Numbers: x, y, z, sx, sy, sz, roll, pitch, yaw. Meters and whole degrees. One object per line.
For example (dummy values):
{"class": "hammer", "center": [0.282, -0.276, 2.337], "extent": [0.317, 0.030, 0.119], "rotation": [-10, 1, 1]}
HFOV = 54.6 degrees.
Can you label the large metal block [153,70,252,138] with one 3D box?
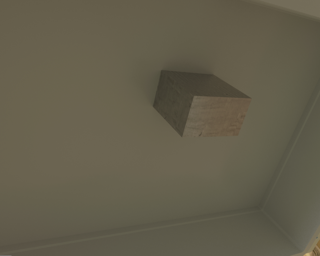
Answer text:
{"class": "large metal block", "center": [0.048, -0.031, 0.380], "extent": [0.081, 0.080, 0.050], "rotation": [-1, 119, -28]}
